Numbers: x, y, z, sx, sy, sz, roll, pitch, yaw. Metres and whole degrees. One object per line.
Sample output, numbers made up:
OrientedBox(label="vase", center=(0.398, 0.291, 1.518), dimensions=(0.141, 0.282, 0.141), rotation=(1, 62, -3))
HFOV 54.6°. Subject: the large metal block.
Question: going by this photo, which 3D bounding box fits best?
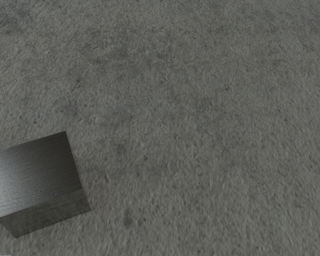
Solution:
OrientedBox(label="large metal block", center=(-0.129, 0.059, 0.337), dimensions=(0.081, 0.050, 0.080), rotation=(-18, 52, -15))
